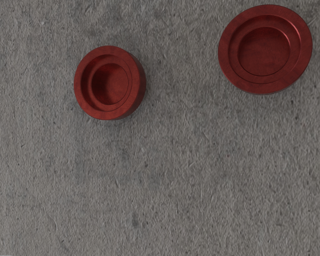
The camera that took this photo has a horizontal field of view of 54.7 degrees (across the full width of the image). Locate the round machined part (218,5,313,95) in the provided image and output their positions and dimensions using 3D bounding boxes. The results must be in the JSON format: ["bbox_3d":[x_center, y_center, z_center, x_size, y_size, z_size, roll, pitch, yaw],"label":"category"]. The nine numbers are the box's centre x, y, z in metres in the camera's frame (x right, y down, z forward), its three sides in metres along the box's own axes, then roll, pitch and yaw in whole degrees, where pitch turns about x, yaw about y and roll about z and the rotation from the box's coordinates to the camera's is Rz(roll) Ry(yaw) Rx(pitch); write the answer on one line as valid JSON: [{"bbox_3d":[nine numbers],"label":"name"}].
[{"bbox_3d":[0.120,-0.086,0.358,0.098,0.042,0.097,0,90,20],"label":"round machined part"}]

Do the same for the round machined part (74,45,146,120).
[{"bbox_3d":[-0.064,-0.059,0.422,0.098,0.042,0.097,0,90,20],"label":"round machined part"}]
